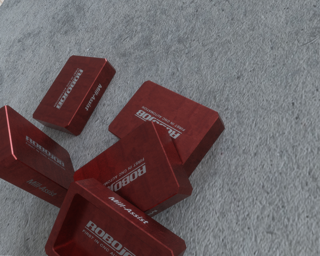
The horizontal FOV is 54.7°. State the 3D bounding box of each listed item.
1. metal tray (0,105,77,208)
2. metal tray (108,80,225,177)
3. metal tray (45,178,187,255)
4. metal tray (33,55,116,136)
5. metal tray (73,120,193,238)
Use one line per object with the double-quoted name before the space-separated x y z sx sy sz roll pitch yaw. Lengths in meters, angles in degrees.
"metal tray" -0.156 0.041 0.392 0.030 0.130 0.090 -32 52 2
"metal tray" 0.005 -0.001 0.399 0.130 0.030 0.090 30 78 37
"metal tray" -0.049 0.121 0.313 0.130 0.030 0.089 28 100 24
"metal tray" -0.140 -0.057 0.510 0.090 0.030 0.130 14 69 33
"metal tray" -0.037 0.062 0.355 0.130 0.030 0.090 -35 60 21
